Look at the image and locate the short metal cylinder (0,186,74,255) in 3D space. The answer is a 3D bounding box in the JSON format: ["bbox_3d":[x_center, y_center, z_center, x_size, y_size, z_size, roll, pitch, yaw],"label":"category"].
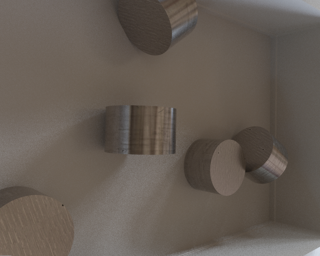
[{"bbox_3d":[-0.128,0.097,0.284,0.081,0.050,0.080,0,90,-40],"label":"short metal cylinder"}]

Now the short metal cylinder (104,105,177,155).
[{"bbox_3d":[-0.022,0.003,0.352,0.081,0.080,0.050,2,89,-40],"label":"short metal cylinder"}]

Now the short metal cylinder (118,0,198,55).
[{"bbox_3d":[-0.003,-0.134,0.368,0.050,0.080,0.080,-44,117,-31],"label":"short metal cylinder"}]

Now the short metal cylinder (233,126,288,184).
[{"bbox_3d":[0.158,0.044,0.503,0.050,0.080,0.080,34,69,-35],"label":"short metal cylinder"}]

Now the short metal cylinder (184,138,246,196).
[{"bbox_3d":[0.082,0.056,0.459,0.081,0.050,0.080,0,90,-40],"label":"short metal cylinder"}]
